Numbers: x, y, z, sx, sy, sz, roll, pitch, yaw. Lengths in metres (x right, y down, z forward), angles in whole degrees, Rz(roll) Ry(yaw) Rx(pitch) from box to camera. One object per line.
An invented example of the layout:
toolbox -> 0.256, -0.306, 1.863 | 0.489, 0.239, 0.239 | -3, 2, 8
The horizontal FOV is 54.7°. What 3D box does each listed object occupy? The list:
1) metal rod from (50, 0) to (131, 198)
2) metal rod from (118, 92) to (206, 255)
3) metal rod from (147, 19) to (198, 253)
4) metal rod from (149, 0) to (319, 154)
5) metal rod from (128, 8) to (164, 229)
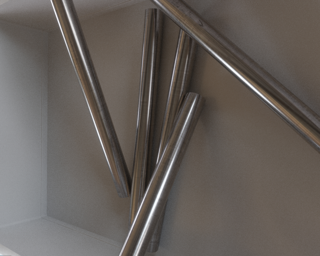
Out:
metal rod -> -0.086, -0.042, 0.404 | 0.025, 0.025, 0.298 | 0, 114, 40
metal rod -> -0.013, 0.093, 0.325 | 0.025, 0.025, 0.300 | 7, 65, 40
metal rod -> 0.012, 0.016, 0.397 | 0.025, 0.025, 0.298 | 17, 101, 39
metal rod -> 0.079, -0.069, 0.321 | 0.300, 0.025, 0.025 | 49, 119, 22
metal rod -> -0.020, -0.007, 0.423 | 0.025, 0.025, 0.298 | 8, 95, 40
